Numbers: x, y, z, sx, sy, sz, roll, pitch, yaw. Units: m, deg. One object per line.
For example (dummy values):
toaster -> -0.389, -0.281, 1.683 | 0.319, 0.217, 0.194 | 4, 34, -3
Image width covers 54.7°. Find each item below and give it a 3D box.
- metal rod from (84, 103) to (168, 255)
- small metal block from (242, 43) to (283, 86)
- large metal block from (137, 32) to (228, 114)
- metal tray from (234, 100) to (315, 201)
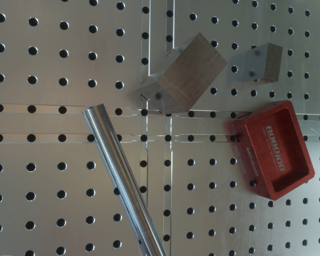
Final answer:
metal rod -> -0.027, 0.111, 0.402 | 0.025, 0.025, 0.299 | -24, 98, -18
small metal block -> 0.149, -0.092, 0.454 | 0.025, 0.050, 0.050 | 10, 87, -20
large metal block -> 0.025, -0.065, 0.392 | 0.050, 0.080, 0.080 | 43, 77, -15
metal tray -> 0.177, 0.033, 0.474 | 0.091, 0.030, 0.129 | -24, 98, -18
